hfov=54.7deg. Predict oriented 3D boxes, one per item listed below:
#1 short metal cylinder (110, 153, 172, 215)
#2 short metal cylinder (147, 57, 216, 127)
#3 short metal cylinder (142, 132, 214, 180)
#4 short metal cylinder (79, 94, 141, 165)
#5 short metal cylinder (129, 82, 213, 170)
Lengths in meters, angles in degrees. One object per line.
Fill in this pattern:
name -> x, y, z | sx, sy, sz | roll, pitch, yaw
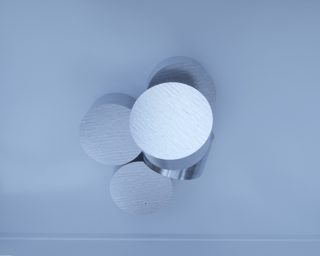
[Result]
short metal cylinder -> -0.024, 0.070, 0.421 | 0.081, 0.050, 0.079 | 0, 110, -1
short metal cylinder -> 0.025, -0.044, 0.380 | 0.081, 0.050, 0.079 | 0, 110, -1
short metal cylinder -> 0.022, 0.022, 0.390 | 0.081, 0.080, 0.050 | 13, 110, -5
short metal cylinder -> -0.057, 0.001, 0.395 | 0.081, 0.050, 0.079 | 0, 110, -1
short metal cylinder -> 0.013, 0.000, 0.322 | 0.080, 0.050, 0.080 | -2, 70, 6
